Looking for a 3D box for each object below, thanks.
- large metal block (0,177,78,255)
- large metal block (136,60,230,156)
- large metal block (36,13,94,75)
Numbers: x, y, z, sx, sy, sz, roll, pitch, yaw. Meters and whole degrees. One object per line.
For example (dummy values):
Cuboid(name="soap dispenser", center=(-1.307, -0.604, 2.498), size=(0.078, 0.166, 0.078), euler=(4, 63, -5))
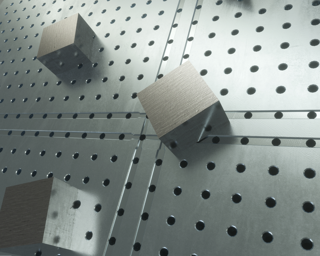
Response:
Cuboid(name="large metal block", center=(-0.160, 0.116, 0.402), size=(0.080, 0.050, 0.080), euler=(-14, 56, 20))
Cuboid(name="large metal block", center=(0.028, -0.026, 0.392), size=(0.080, 0.050, 0.080), euler=(-33, 52, 6))
Cuboid(name="large metal block", center=(-0.173, -0.155, 0.576), size=(0.080, 0.050, 0.080), euler=(-16, 55, 19))
